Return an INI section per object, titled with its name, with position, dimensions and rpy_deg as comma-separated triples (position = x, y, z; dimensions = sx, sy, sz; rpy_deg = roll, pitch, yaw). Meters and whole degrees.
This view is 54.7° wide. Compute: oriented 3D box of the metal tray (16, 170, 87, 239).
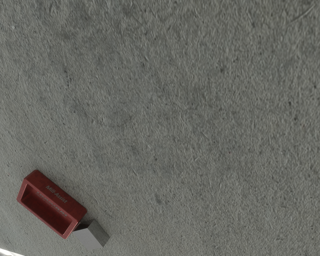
[metal tray]
position = -0.215, 0.152, 0.611
dimensions = 0.130, 0.030, 0.089
rpy_deg = 38, 129, 2

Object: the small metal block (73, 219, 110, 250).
[small metal block]
position = -0.135, 0.209, 0.608
dimensions = 0.050, 0.025, 0.050
rpy_deg = -25, 105, 37
